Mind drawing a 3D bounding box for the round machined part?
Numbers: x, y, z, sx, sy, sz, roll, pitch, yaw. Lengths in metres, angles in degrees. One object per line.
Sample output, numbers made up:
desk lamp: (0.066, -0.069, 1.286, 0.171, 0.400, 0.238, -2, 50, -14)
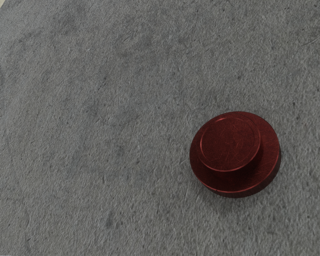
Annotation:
round machined part: (0.078, 0.023, 0.339, 0.098, 0.042, 0.098, -13, 56, 21)
